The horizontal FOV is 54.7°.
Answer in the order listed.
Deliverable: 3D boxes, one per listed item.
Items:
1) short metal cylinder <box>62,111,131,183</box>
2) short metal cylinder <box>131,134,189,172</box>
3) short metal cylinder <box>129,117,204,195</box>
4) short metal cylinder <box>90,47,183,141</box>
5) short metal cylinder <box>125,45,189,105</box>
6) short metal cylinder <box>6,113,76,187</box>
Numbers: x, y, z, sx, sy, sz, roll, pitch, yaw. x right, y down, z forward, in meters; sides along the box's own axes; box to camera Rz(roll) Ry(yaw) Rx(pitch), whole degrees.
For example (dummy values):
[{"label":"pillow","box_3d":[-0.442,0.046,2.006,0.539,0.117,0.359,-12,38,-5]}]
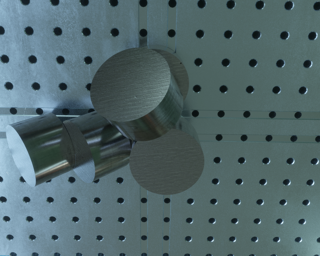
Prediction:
[{"label":"short metal cylinder","box_3d":[-0.080,0.021,0.383,0.050,0.080,0.079,-23,115,-36]},{"label":"short metal cylinder","box_3d":[-0.002,0.017,0.405,0.081,0.050,0.079,0,110,0]},{"label":"short metal cylinder","box_3d":[0.007,0.029,0.355,0.081,0.050,0.079,0,110,0]},{"label":"short metal cylinder","box_3d":[-0.021,-0.033,0.311,0.080,0.080,0.050,-23,152,8]},{"label":"short metal cylinder","box_3d":[-0.007,-0.058,0.378,0.081,0.050,0.079,0,110,0]},{"label":"short metal cylinder","box_3d":[-0.149,0.026,0.385,0.050,0.080,0.079,-24,115,-37]}]
